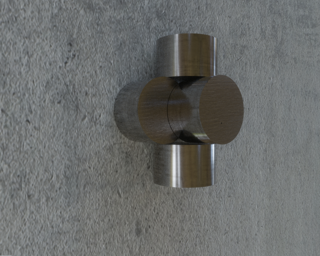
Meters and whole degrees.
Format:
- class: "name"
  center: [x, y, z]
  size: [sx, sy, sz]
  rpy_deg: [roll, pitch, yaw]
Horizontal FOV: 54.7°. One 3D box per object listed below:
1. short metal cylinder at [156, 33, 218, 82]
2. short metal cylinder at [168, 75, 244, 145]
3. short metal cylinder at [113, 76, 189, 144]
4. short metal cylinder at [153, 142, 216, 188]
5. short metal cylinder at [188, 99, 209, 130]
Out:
- class: "short metal cylinder"
  center: [0.035, -0.086, 0.402]
  size: [0.081, 0.080, 0.050]
  rpy_deg: [0, 91, -40]
- class: "short metal cylinder"
  center: [0.056, -0.021, 0.373]
  size: [0.081, 0.050, 0.079]
  rpy_deg: [0, 90, -40]
- class: "short metal cylinder"
  center: [-0.010, -0.021, 0.383]
  size: [0.081, 0.050, 0.079]
  rpy_deg: [0, 90, -40]
- class: "short metal cylinder"
  center: [0.032, 0.044, 0.400]
  size: [0.081, 0.080, 0.050]
  rpy_deg: [0, 90, -40]
- class: "short metal cylinder"
  center: [0.052, -0.022, 0.435]
  size: [0.081, 0.050, 0.079]
  rpy_deg: [0, 90, -40]
